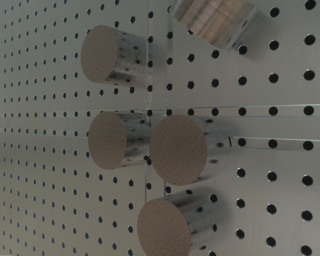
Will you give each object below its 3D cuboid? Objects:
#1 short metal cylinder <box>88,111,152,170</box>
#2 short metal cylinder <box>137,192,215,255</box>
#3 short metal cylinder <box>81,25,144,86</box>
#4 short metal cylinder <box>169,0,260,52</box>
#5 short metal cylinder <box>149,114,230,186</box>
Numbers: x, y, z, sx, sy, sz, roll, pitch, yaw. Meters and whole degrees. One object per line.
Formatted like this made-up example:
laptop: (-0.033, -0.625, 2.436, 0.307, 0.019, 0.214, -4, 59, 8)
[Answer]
short metal cylinder: (-0.057, 0.017, 0.440, 0.080, 0.050, 0.079, 0, 90, 40)
short metal cylinder: (0.019, 0.122, 0.378, 0.080, 0.050, 0.079, 0, 90, 40)
short metal cylinder: (-0.070, -0.103, 0.451, 0.080, 0.050, 0.079, 0, 90, 40)
short metal cylinder: (0.057, -0.125, 0.327, 0.080, 0.081, 0.050, 50, 120, 28)
short metal cylinder: (0.034, 0.025, 0.365, 0.080, 0.050, 0.079, 0, 90, 40)
